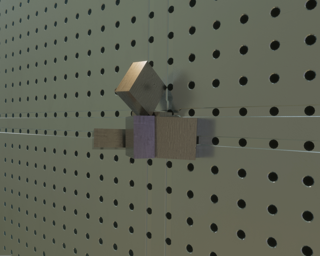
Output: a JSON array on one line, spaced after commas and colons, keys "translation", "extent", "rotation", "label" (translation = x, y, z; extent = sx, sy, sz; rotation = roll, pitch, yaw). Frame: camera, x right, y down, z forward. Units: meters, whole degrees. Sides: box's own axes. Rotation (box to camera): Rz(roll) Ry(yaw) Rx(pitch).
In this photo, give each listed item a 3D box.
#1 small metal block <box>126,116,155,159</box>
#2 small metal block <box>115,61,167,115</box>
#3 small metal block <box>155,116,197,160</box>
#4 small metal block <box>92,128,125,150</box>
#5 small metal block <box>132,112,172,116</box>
[{"translation": [-0.026, 0.011, 0.384], "extent": [0.050, 0.025, 0.050], "rotation": [179, 91, -73], "label": "small metal block"}, {"translation": [-0.023, -0.050, 0.400], "extent": [0.025, 0.050, 0.050], "rotation": [4, 57, 41], "label": "small metal block"}, {"translation": [0.020, 0.012, 0.380], "extent": [0.050, 0.025, 0.050], "rotation": [2, 92, 9], "label": "small metal block"}, {"translation": [-0.069, 0.017, 0.438], "extent": [0.050, 0.050, 0.025], "rotation": [154, 116, -73], "label": "small metal block"}, {"translation": [-0.012, 0.003, 0.421], "extent": [0.050, 0.025, 0.050], "rotation": [3, 92, 40], "label": "small metal block"}]
